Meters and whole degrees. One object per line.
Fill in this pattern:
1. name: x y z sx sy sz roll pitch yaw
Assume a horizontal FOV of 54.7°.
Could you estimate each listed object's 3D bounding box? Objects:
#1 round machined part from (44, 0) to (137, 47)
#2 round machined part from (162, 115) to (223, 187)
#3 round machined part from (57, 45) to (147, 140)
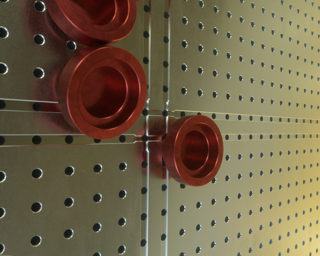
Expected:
1. round machined part: -0.076 -0.132 0.329 0.099 0.042 0.098 10 75 -40
2. round machined part: 0.042 0.031 0.436 0.099 0.042 0.097 0 90 -40
3. round machined part: -0.065 -0.040 0.335 0.099 0.042 0.097 -18 117 -39
